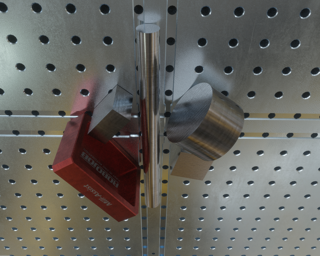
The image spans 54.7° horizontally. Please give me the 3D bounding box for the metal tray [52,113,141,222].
[{"bbox_3d":[-0.076,0.054,0.413,0.030,0.090,0.130,-26,126,20],"label":"metal tray"}]

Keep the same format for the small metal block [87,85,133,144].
[{"bbox_3d":[-0.060,-0.017,0.379,0.025,0.050,0.050,34,122,-26],"label":"small metal block"}]

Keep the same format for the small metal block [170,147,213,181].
[{"bbox_3d":[0.046,0.048,0.454,0.050,0.025,0.050,12,129,-10],"label":"small metal block"}]

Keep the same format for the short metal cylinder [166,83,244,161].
[{"bbox_3d":[0.052,-0.007,0.370,0.050,0.080,0.080,31,123,-24],"label":"short metal cylinder"}]

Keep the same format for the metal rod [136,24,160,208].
[{"bbox_3d":[-0.013,0.010,0.419,0.025,0.025,0.298,0,130,0],"label":"metal rod"}]
